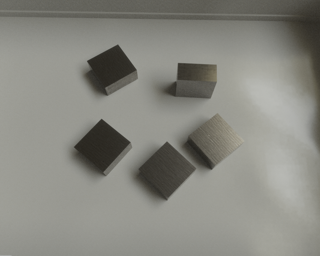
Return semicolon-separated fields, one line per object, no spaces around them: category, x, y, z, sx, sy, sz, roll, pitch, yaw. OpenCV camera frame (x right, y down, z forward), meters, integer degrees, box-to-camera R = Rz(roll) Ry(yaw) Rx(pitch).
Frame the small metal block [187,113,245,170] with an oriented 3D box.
small metal block;0.072;0.017;0.404;0.050;0.025;0.050;-37;75;-13

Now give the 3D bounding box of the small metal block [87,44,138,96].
small metal block;-0.067;-0.082;0.439;0.050;0.025;0.050;-32;73;-11

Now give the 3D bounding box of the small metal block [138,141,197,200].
small metal block;0.009;0.054;0.390;0.050;0.025;0.050;43;75;13

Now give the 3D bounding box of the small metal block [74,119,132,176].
small metal block;-0.072;0.025;0.400;0.050;0.025;0.050;38;74;12

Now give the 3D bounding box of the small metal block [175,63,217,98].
small metal block;0.048;-0.063;0.420;0.050;0.050;0.025;3;70;0
